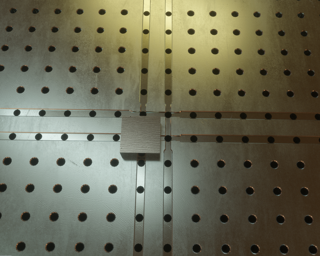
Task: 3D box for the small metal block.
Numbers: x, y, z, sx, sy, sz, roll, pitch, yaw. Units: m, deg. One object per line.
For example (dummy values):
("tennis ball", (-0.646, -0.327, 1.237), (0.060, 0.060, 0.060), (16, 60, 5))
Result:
("small metal block", (-0.025, 0.012, 0.407), (0.050, 0.025, 0.050), (1, 70, 0))
